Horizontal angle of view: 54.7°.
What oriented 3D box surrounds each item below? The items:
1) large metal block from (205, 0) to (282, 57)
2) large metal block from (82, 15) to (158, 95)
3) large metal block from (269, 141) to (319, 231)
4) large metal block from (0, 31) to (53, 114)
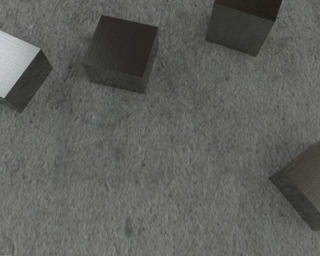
[{"bbox_3d":[0.116,-0.155,0.437,0.080,0.080,0.050,21,71,7],"label":"large metal block"},{"bbox_3d":[-0.051,-0.101,0.431,0.080,0.050,0.080,14,71,4],"label":"large metal block"},{"bbox_3d":[0.197,0.065,0.373,0.080,0.050,0.080,-33,74,-12],"label":"large metal block"},{"bbox_3d":[-0.209,-0.078,0.421,0.080,0.050,0.080,25,72,8],"label":"large metal block"}]
